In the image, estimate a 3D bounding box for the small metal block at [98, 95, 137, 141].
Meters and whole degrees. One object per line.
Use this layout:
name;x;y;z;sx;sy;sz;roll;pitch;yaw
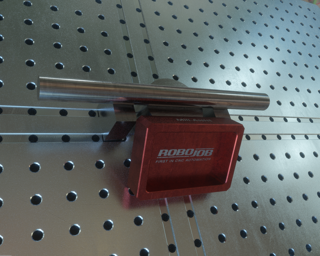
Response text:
small metal block;-0.053;-0.018;0.375;0.025;0.050;0.050;-1;62;-29

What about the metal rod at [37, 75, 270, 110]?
metal rod;0.014;-0.038;0.375;0.303;0.025;0.025;0;62;-28

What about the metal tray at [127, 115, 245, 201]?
metal tray;0.032;0.033;0.366;0.131;0.089;0.030;0;18;-28

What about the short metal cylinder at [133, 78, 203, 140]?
short metal cylinder;0.009;-0.018;0.407;0.081;0.050;0.080;14;56;-21

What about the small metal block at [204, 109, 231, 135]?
small metal block;0.071;-0.015;0.440;0.025;0.050;0.050;-1;62;-29
